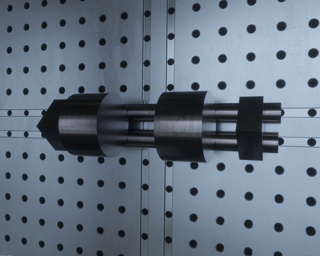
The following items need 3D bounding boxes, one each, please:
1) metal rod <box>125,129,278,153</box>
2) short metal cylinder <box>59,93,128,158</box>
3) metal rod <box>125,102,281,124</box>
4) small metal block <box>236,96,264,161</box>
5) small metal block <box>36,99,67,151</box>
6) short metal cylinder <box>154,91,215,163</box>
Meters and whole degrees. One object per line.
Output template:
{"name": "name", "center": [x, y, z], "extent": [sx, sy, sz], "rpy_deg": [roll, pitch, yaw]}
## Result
{"name": "metal rod", "center": [-0.003, 0.015, 0.414], "extent": [0.301, 0.025, 0.025], "rpy_deg": [1, 91, 19]}
{"name": "short metal cylinder", "center": [-0.080, -0.004, 0.388], "extent": [0.050, 0.080, 0.079], "rpy_deg": [1, 90, 20]}
{"name": "metal rod", "center": [0.000, -0.020, 0.413], "extent": [0.301, 0.025, 0.025], "rpy_deg": [1, 91, 19]}
{"name": "small metal block", "center": [0.100, 0.001, 0.340], "extent": [0.025, 0.050, 0.050], "rpy_deg": [1, 49, 20]}
{"name": "small metal block", "center": [-0.133, -0.004, 0.422], "extent": [0.025, 0.050, 0.050], "rpy_deg": [1, 48, 20]}
{"name": "short metal cylinder", "center": [0.031, -0.002, 0.349], "extent": [0.050, 0.080, 0.079], "rpy_deg": [1, 90, 20]}
